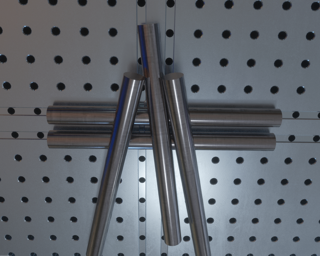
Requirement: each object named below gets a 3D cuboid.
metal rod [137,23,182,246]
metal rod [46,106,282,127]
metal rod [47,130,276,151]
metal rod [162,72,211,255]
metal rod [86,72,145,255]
[{"bbox_3d":[0.003,0.023,0.396,0.025,0.025,0.298,-6,110,2],"label":"metal rod"},{"bbox_3d":[0.007,-0.015,0.408,0.302,0.025,0.025,1,110,-1],"label":"metal rod"},{"bbox_3d":[0.003,0.017,0.420,0.302,0.025,0.025,1,110,-1],"label":"metal rod"},{"bbox_3d":[0.041,0.071,0.420,0.025,0.025,0.298,-10,117,3],"label":"metal rod"},{"bbox_3d":[-0.066,0.069,0.418,0.025,0.025,0.298,13,117,-5],"label":"metal rod"}]
